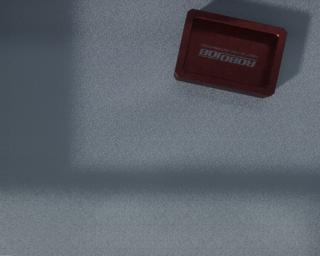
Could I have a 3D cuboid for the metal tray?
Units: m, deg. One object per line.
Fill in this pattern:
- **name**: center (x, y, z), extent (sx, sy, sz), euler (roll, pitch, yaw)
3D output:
- **metal tray**: center (0.091, -0.096, 0.410), extent (0.131, 0.030, 0.089), euler (12, 90, -1)
